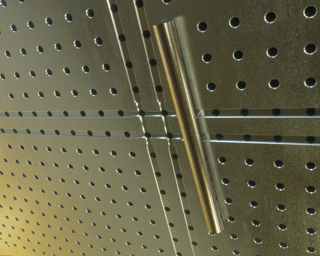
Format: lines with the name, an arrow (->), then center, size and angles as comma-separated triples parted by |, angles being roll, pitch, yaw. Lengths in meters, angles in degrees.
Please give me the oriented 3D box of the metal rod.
metal rod -> 0.043, 0.016, 0.396 | 0.025, 0.025, 0.298 | -3, 117, 29
